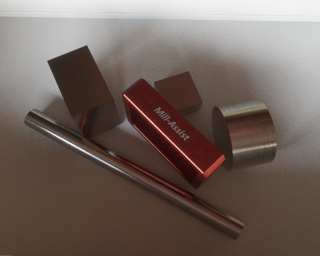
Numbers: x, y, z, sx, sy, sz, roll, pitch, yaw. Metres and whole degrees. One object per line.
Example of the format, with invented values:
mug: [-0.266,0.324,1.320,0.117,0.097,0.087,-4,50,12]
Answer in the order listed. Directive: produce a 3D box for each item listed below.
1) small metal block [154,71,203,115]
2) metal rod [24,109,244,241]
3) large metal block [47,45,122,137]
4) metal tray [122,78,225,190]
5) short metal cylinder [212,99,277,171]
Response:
small metal block: [0.024,-0.044,0.423,0.050,0.025,0.050,-19,71,-7]
metal rod: [-0.039,0.054,0.388,0.301,0.025,0.025,27,72,9]
large metal block: [-0.092,-0.042,0.393,0.050,0.080,0.080,-25,72,-9]
metal tray: [0.012,0.010,0.369,0.030,0.090,0.130,-42,76,-14]
short metal cylinder: [0.099,0.008,0.377,0.050,0.080,0.080,-11,71,-3]
